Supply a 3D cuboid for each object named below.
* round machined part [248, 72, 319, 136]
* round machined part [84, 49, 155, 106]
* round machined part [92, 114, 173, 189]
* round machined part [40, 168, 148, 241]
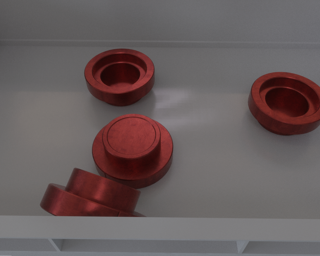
[{"bbox_3d":[0.169,-0.028,0.419,0.099,0.042,0.098,0,50,0],"label":"round machined part"},{"bbox_3d":[-0.057,-0.070,0.452,0.099,0.042,0.098,0,50,0],"label":"round machined part"},{"bbox_3d":[-0.033,0.021,0.376,0.099,0.042,0.098,0,50,0],"label":"round machined part"},{"bbox_3d":[-0.057,0.069,0.294,0.098,0.098,0.042,17,77,13],"label":"round machined part"}]
